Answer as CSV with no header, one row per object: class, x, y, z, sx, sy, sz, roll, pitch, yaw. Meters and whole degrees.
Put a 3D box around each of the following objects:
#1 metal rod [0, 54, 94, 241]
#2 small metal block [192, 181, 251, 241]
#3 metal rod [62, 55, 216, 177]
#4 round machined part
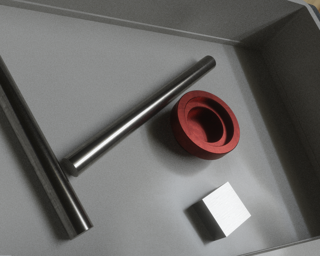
metal rod,-0.155,-0.020,0.334,0.025,0.025,0.299,-24,75,-37
small metal block,0.077,0.103,0.386,0.050,0.025,0.050,-24,75,-37
metal rod,-0.006,-0.034,0.424,0.025,0.025,0.302,47,51,4
round machined part,0.057,0.000,0.428,0.099,0.042,0.098,14,56,-21
